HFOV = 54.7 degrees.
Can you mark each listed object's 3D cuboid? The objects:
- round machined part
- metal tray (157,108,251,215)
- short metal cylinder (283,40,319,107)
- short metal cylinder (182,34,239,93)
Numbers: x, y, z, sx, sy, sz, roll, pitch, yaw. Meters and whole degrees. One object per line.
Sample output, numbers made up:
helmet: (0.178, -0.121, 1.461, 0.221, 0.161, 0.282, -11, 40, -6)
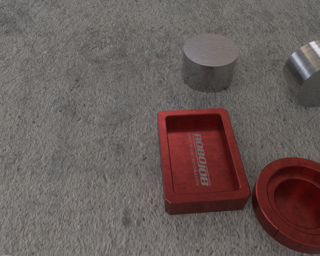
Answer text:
round machined part: (0.146, 0.082, 0.324, 0.099, 0.042, 0.098, 0, 50, 0)
metal tray: (0.046, 0.034, 0.371, 0.091, 0.030, 0.130, -3, 50, -3)
short metal cylinder: (0.222, -0.075, 0.432, 0.081, 0.080, 0.050, -6, 51, -6)
short metal cylinder: (0.075, -0.099, 0.471, 0.081, 0.050, 0.080, 0, 50, 0)
